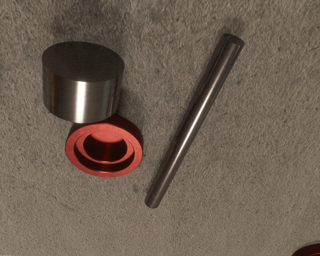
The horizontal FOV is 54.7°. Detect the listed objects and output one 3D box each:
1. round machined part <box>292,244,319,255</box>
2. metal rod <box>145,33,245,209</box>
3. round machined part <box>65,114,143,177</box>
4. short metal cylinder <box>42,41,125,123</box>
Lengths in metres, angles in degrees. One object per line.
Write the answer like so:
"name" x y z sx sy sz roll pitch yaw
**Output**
"round machined part" 0.331 0.284 0.644 0.099 0.042 0.097 -1 130 0
"metal rod" 0.033 0.014 0.419 0.025 0.025 0.298 14 129 -12
"round machined part" -0.071 0.018 0.410 0.099 0.042 0.097 -1 130 0
"short metal cylinder" -0.081 -0.050 0.327 0.081 0.080 0.050 9 129 -8
